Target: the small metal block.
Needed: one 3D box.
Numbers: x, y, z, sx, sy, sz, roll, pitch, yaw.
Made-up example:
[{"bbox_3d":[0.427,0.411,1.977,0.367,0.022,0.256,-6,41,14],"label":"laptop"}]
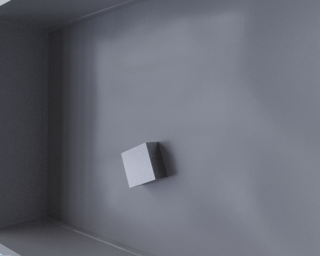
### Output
[{"bbox_3d":[-0.022,0.051,0.426,0.050,0.025,0.050,-25,74,37],"label":"small metal block"}]
